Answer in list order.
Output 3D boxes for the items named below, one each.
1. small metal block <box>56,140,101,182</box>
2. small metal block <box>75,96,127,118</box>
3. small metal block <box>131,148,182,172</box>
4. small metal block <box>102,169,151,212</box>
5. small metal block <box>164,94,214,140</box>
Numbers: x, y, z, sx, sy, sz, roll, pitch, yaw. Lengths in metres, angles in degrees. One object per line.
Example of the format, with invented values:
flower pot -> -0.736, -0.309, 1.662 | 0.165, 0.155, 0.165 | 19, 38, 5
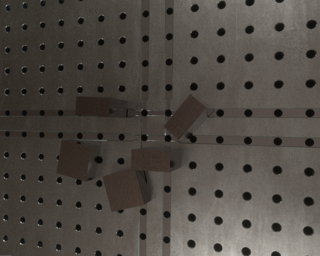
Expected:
small metal block -> -0.119, 0.046, 0.453 | 0.050, 0.025, 0.050 | 11, 94, 19
small metal block -> -0.080, -0.028, 0.426 | 0.050, 0.050, 0.025 | 4, 92, 19
small metal block -> -0.003, 0.040, 0.400 | 0.050, 0.050, 0.025 | 1, 91, 19
small metal block -> -0.046, 0.084, 0.428 | 0.050, 0.025, 0.050 | -17, 85, 18
small metal block -> 0.037, -0.013, 0.386 | 0.025, 0.050, 0.050 | 42, 103, 15
